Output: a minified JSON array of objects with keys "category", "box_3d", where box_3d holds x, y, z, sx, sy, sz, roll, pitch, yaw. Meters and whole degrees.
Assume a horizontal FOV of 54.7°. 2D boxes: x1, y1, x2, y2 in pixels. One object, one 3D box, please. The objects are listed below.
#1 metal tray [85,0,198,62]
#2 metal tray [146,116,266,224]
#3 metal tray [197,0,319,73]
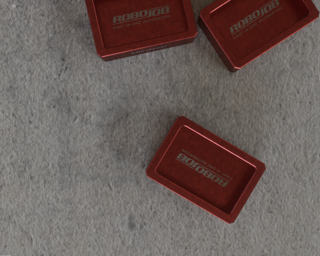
[{"category":"metal tray","box_3d":[-0.025,-0.146,0.406,0.131,0.030,0.089,-13,90,-1]},{"category":"metal tray","box_3d":[0.058,0.053,0.408,0.130,0.030,0.090,31,90,-1]},{"category":"metal tray","box_3d":[0.127,-0.146,0.409,0.130,0.030,0.090,-33,90,-1]}]
